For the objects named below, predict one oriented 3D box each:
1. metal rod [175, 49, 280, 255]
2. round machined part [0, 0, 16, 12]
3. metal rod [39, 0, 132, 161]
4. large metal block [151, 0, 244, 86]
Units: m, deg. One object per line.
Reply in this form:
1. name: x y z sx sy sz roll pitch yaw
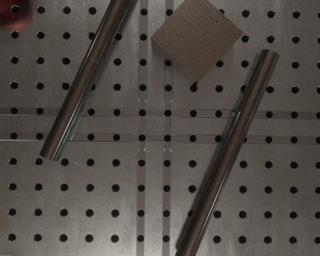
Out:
1. metal rod: 0.090 0.038 0.414 0.025 0.025 0.299 23 90 -1
2. round machined part: -0.226 -0.195 0.402 0.099 0.042 0.097 0 90 -1
3. metal rod: -0.085 -0.097 0.412 0.025 0.025 0.299 25 90 -1
4. large metal block: 0.045 -0.113 0.401 0.080 0.050 0.080 42 90 -1
